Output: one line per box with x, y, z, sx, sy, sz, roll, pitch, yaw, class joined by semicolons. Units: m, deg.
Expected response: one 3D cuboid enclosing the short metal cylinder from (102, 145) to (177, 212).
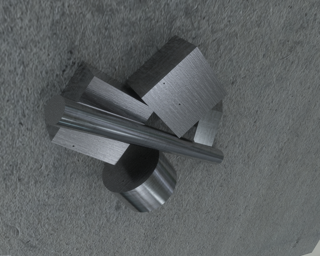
-0.025;0.059;0.395;0.080;0.080;0.050;-38;130;-3;short metal cylinder

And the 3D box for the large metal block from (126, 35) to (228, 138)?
0.021;-0.048;0.371;0.080;0.050;0.080;-43;130;1;large metal block

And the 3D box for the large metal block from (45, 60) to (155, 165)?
-0.068;-0.015;0.346;0.080;0.050;0.080;28;103;-38;large metal block

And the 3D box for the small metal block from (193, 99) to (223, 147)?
0.065;-0.011;0.418;0.025;0.050;0.050;15;116;4;small metal block

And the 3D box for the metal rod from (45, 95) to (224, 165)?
0.002;0.015;0.366;0.301;0.025;0.025;19;109;-53;metal rod
